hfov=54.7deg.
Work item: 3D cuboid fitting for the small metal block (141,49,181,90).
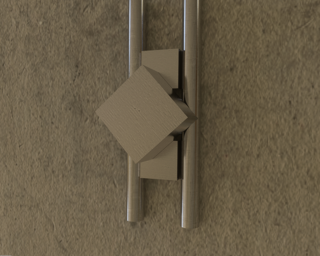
[{"bbox_3d":[0.004,-0.075,0.407,0.050,0.025,0.050,1,90,19],"label":"small metal block"}]

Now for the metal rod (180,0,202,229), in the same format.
[{"bbox_3d":[0.040,-0.024,0.396,0.025,0.025,0.298,1,90,19],"label":"metal rod"}]

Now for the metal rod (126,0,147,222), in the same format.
[{"bbox_3d":[-0.032,-0.025,0.421,0.025,0.025,0.298,1,90,19],"label":"metal rod"}]

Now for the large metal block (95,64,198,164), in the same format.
[{"bbox_3d":[-0.015,-0.015,0.373,0.080,0.050,0.080,-43,77,15],"label":"large metal block"}]

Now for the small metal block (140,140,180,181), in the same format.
[{"bbox_3d":[0.002,0.041,0.407,0.050,0.025,0.050,1,90,19],"label":"small metal block"}]
